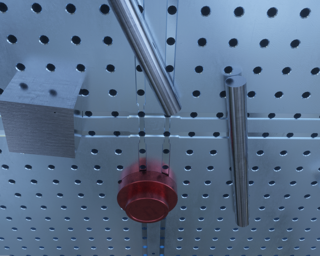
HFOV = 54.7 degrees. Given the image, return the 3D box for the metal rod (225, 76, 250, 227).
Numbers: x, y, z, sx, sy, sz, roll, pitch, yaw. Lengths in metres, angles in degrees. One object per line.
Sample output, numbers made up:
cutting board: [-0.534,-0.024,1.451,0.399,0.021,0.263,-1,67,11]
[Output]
metal rod: [0.119,0.056,0.461,0.025,0.025,0.298,-9,130,7]

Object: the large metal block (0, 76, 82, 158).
large metal block: [-0.142,-0.012,0.383,0.081,0.050,0.079,6,130,-6]

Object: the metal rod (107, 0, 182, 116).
metal rod: [-0.040,-0.129,0.300,0.025,0.025,0.299,-17,129,14]

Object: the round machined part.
round machined part: [-0.020,0.117,0.500,0.099,0.042,0.097,-1,130,0]
